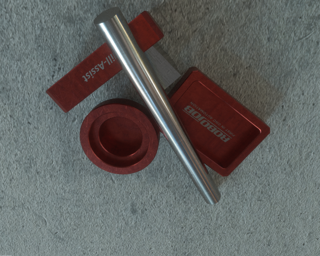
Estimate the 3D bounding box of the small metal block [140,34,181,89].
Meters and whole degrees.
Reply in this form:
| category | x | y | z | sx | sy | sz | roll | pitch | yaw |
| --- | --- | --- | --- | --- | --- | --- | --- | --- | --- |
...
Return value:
| category | x | y | z | sx | sy | sz | roll | pitch | yaw |
| --- | --- | --- | --- | --- | --- | --- | --- | --- | --- |
| small metal block | -0.005 | -0.080 | 0.363 | 0.025 | 0.050 | 0.050 | -40 | 120 | 16 |

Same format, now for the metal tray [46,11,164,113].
| category | x | y | z | sx | sy | sz | roll | pitch | yaw |
| --- | --- | --- | --- | --- | --- | --- | --- | --- | --- |
| metal tray | -0.057 | -0.077 | 0.346 | 0.130 | 0.090 | 0.030 | -35 | 107 | 12 |

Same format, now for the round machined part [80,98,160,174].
| category | x | y | z | sx | sy | sz | roll | pitch | yaw |
| --- | --- | --- | --- | --- | --- | --- | --- | --- | --- |
| round machined part | -0.049 | 0.008 | 0.400 | 0.099 | 0.042 | 0.097 | 2 | 113 | 5 |

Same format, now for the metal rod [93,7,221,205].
| category | x | y | z | sx | sy | sz | roll | pitch | yaw |
| --- | --- | --- | --- | --- | --- | --- | --- | --- | --- |
| metal rod | 0.016 | 0.003 | 0.355 | 0.025 | 0.025 | 0.299 | -25 | 130 | 8 |

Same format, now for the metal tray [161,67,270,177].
| category | x | y | z | sx | sy | sz | roll | pitch | yaw |
| --- | --- | --- | --- | --- | --- | --- | --- | --- | --- |
| metal tray | 0.065 | -0.006 | 0.407 | 0.130 | 0.030 | 0.090 | 36 | 106 | -13 |
